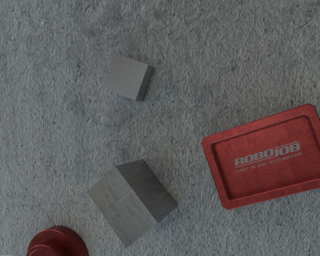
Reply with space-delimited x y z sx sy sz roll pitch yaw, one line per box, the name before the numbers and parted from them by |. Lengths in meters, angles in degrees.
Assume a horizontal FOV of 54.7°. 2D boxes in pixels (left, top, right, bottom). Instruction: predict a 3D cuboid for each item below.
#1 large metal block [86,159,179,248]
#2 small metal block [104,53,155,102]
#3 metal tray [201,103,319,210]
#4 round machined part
large metal block | -0.031 0.090 0.391 0.050 0.080 0.080 -43 77 15
small metal block | -0.041 -0.068 0.424 0.050 0.025 0.050 23 98 18
metal tray | 0.125 0.035 0.362 0.130 0.030 0.090 -20 84 18
round machined part | -0.158 0.199 0.456 0.098 0.042 0.097 0 90 20
